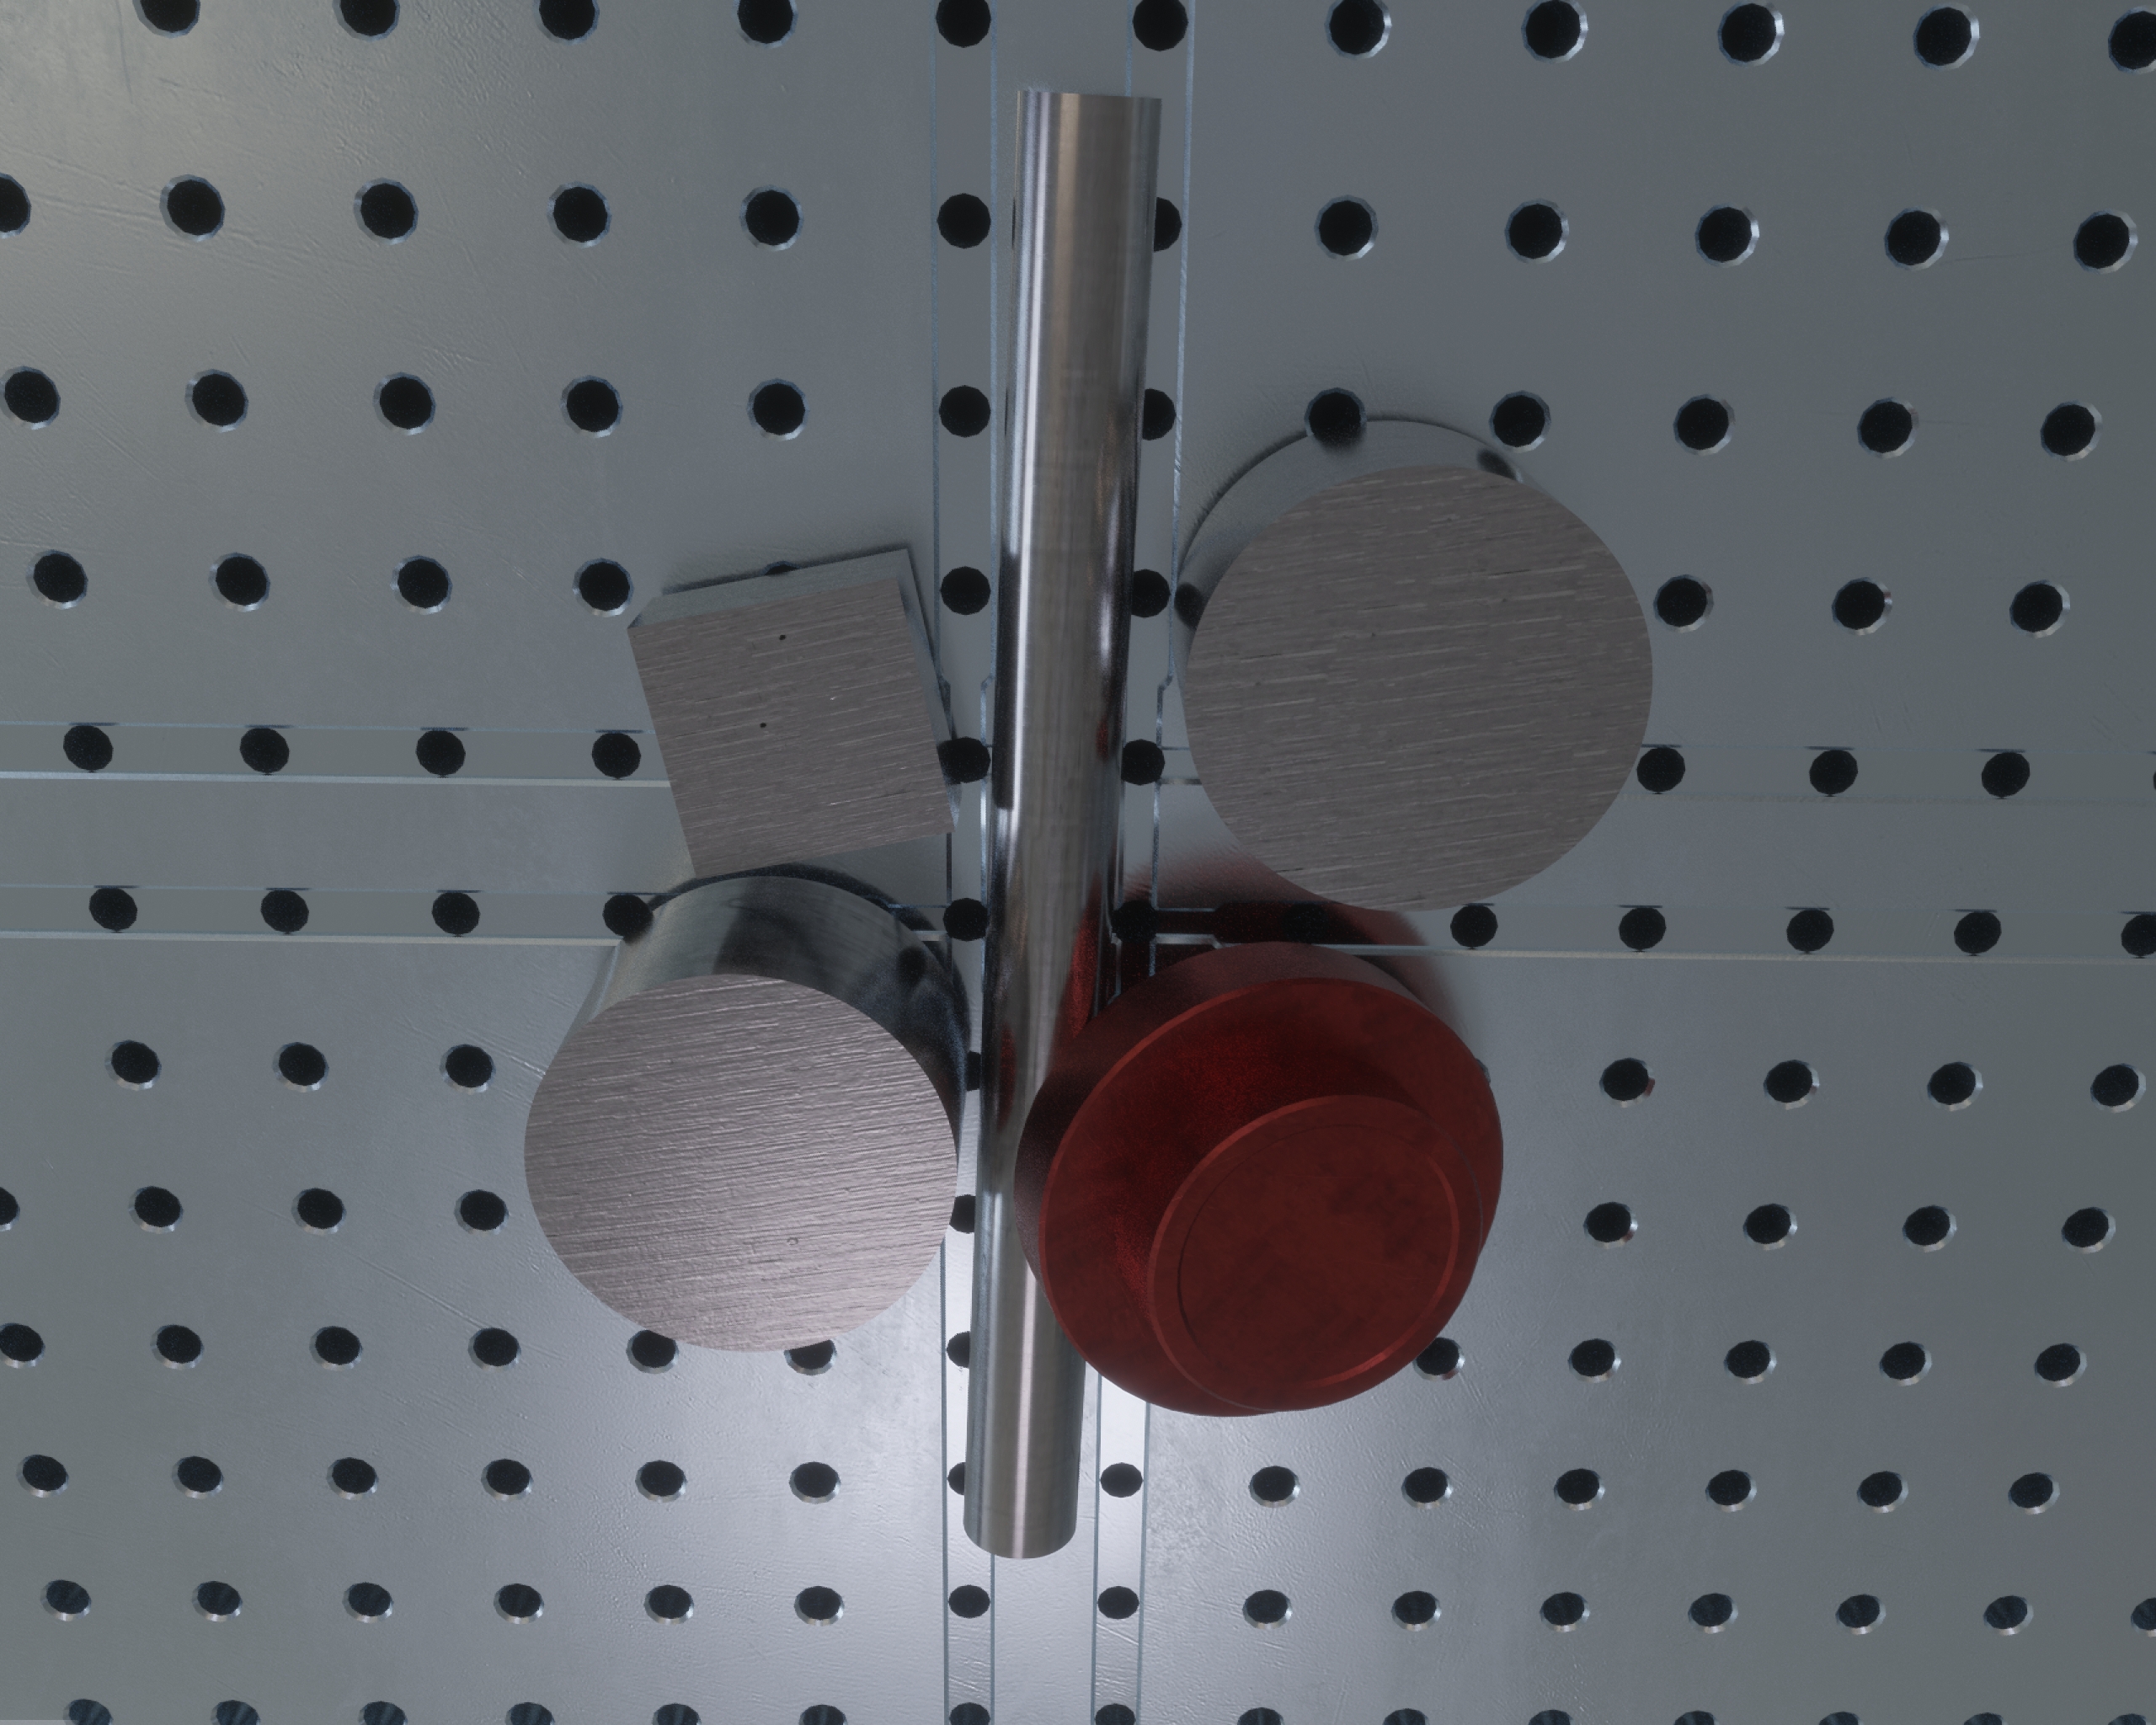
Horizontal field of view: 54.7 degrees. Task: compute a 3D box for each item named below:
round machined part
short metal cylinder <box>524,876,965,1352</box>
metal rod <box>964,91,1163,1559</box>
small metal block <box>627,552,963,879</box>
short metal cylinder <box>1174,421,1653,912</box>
[{"bbox_3d":[0.040,0.069,0.413,0.099,0.042,0.097,-6,110,-15],"label":"round machined part"},{"bbox_3d":[-0.063,0.049,0.413,0.081,0.050,0.079,0,110,0],"label":"short metal cylinder"},{"bbox_3d":[-0.005,0.007,0.411,0.025,0.025,0.298,3,110,-1],"label":"metal rod"},{"bbox_3d":[-0.053,-0.028,0.398,0.050,0.025,0.050,-11,110,3],"label":"small metal block"},{"bbox_3d":[0.059,-0.037,0.382,0.081,0.050,0.079,0,110,0],"label":"short metal cylinder"}]
